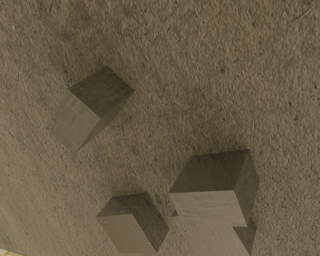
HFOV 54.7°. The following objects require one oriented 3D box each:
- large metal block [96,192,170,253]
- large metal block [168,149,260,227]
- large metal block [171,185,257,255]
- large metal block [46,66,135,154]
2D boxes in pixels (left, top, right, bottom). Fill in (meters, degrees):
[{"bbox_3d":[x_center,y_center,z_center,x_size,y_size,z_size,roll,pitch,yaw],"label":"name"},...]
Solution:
[{"bbox_3d":[-0.044,0.158,0.512,0.080,0.050,0.080,-17,110,34],"label":"large metal block"},{"bbox_3d":[0.069,0.073,0.380,0.080,0.080,0.050,-10,113,32],"label":"large metal block"},{"bbox_3d":[0.076,0.132,0.432,0.080,0.050,0.080,-21,107,36],"label":"large metal block"},{"bbox_3d":[-0.090,-0.024,0.404,0.050,0.080,0.080,43,129,-1],"label":"large metal block"}]
